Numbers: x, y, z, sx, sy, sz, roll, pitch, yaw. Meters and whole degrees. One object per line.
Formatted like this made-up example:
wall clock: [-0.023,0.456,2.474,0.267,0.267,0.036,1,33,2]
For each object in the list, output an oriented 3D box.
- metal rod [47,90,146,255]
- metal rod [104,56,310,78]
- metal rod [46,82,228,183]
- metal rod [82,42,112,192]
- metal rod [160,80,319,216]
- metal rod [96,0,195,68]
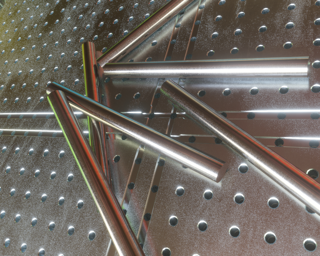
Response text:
metal rod: [-0.078,0.064,0.378,0.025,0.025,0.299,-36,61,4]
metal rod: [0.044,-0.083,0.436,0.300,0.025,0.025,5,64,30]
metal rod: [-0.050,-0.006,0.416,0.300,0.025,0.025,25,75,29]
metal rod: [-0.101,-0.031,0.481,0.025,0.025,0.300,-24,53,14]
metal rod: [0.098,0.021,0.344,0.025,0.025,0.300,-46,51,-3]
metal rod: [0.018,-0.199,0.521,0.300,0.025,0.025,-38,51,2]
